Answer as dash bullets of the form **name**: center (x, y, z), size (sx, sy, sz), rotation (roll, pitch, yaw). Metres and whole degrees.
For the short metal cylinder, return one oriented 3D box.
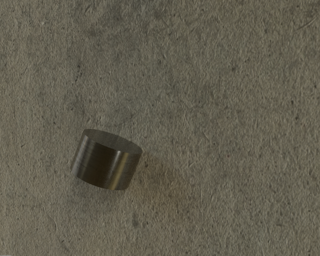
- **short metal cylinder**: center (-0.069, 0.040, 0.404), size (0.080, 0.080, 0.050), rotation (24, 98, 18)
